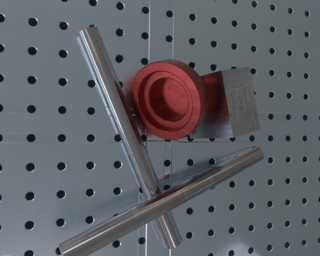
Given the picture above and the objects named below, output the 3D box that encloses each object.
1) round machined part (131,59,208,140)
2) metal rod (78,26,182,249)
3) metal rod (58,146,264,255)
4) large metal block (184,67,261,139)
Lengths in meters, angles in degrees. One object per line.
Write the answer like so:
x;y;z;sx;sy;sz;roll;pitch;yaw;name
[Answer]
0.015;-0.038;0.390;0.042;0.098;0.098;-33;104;-53;round machined part
-0.035;0.018;0.399;0.025;0.025;0.299;-24;98;-18;metal rod
0.022;0.087;0.397;0.302;0.025;0.025;-21;97;-28;metal rod
0.077;-0.031;0.407;0.050;0.080;0.080;-14;95;-33;large metal block
